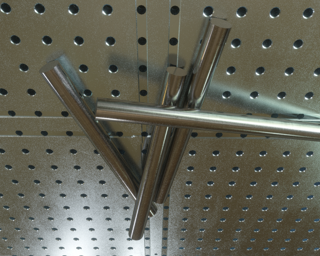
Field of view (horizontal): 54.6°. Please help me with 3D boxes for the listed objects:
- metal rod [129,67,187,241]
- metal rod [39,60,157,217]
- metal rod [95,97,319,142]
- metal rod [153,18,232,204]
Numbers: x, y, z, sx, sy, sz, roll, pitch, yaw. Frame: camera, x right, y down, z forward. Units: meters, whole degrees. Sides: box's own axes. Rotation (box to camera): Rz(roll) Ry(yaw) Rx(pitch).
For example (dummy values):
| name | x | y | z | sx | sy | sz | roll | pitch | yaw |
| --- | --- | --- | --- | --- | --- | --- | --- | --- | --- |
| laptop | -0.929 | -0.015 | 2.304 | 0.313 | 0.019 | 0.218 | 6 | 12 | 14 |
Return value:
| name | x | y | z | sx | sy | sz | roll | pitch | yaw |
| --- | --- | --- | --- | --- | --- | --- | --- | --- | --- |
| metal rod | -0.011 | 0.056 | 0.437 | 0.025 | 0.025 | 0.298 | 9 | 123 | -8 |
| metal rod | -0.071 | 0.036 | 0.441 | 0.025 | 0.025 | 0.299 | -17 | 128 | 14 |
| metal rod | 0.075 | -0.007 | 0.378 | 0.302 | 0.025 | 0.025 | 5 | 131 | -16 |
| metal rod | 0.030 | 0.003 | 0.413 | 0.025 | 0.025 | 0.298 | 9 | 130 | -8 |
